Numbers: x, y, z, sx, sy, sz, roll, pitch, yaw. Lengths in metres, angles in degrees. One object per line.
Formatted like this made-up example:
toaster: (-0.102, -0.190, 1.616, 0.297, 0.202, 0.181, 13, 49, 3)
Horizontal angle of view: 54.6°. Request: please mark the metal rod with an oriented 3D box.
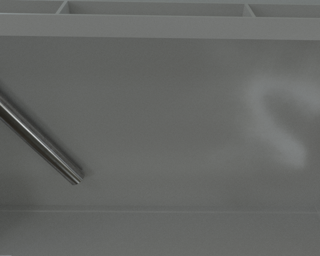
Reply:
metal rod: (-0.195, -0.024, 0.386, 0.025, 0.025, 0.300, -22, 127, 17)
